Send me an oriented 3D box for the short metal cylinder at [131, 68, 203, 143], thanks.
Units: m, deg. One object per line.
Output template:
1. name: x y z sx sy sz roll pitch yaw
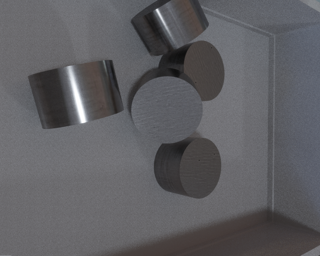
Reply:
1. short metal cylinder: 0.008 -0.028 0.372 0.081 0.050 0.079 0 111 0

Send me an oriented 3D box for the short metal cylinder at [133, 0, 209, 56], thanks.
1. short metal cylinder: 0.013 -0.133 0.384 0.080 0.080 0.050 -48 119 -30

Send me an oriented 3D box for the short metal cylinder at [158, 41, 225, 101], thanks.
1. short metal cylinder: 0.044 -0.076 0.429 0.081 0.050 0.079 0 90 -40

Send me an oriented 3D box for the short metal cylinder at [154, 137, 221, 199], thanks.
1. short metal cylinder: 0.039 0.052 0.425 0.081 0.050 0.079 0 90 -40

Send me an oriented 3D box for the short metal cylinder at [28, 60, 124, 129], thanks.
1. short metal cylinder: -0.081 -0.034 0.304 0.081 0.080 0.050 -20 103 -39
